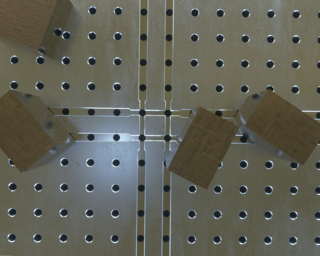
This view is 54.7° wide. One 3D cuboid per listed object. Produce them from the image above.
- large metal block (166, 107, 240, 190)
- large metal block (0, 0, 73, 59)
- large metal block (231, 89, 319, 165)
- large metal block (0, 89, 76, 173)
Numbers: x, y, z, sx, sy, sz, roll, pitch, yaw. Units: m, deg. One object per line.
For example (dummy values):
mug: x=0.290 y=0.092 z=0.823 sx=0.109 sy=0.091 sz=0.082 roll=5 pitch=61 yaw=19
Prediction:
large metal block: x=0.049 y=0.022 z=0.387 sx=0.050 sy=0.080 sz=0.080 roll=28 pitch=90 yaw=-1
large metal block: x=-0.171 y=-0.145 z=0.399 sx=0.080 sy=0.050 sz=0.080 roll=21 pitch=90 yaw=-1
large metal block: x=0.142 y=-0.001 z=0.388 sx=0.080 sy=0.080 sz=0.050 roll=34 pitch=90 yaw=-1
large metal block: x=-0.160 y=0.003 z=0.384 sx=0.050 sy=0.080 sz=0.080 roll=-40 pitch=91 yaw=0
